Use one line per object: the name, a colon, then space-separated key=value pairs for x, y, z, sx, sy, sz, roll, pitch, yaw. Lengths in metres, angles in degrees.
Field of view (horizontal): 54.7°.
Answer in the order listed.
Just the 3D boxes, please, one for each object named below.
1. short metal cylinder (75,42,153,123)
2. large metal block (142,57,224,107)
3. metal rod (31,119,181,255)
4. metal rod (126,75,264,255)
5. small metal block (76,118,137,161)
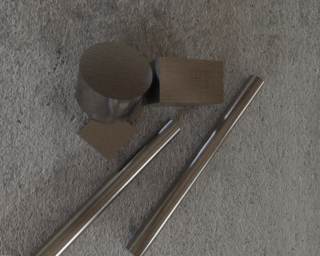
short metal cylinder: x=-0.055 y=-0.052 z=0.359 sx=0.081 sy=0.050 sz=0.080 roll=9 pitch=59 yaw=-16
large metal block: x=0.023 y=-0.054 z=0.389 sx=0.081 sy=0.080 sz=0.050 roll=-1 pitch=91 yaw=-20
metal rod: x=-0.084 y=0.100 z=0.378 sx=0.301 sy=0.025 sz=0.025 roll=-45 pitch=105 yaw=-15
metal rod: x=0.055 y=0.045 z=0.430 sx=0.025 sy=0.025 sz=0.300 roll=41 pitch=77 yaw=-16
small metal block: x=-0.067 y=0.005 z=0.385 sx=0.050 sy=0.025 sz=0.050 roll=44 pitch=76 yaw=-15
